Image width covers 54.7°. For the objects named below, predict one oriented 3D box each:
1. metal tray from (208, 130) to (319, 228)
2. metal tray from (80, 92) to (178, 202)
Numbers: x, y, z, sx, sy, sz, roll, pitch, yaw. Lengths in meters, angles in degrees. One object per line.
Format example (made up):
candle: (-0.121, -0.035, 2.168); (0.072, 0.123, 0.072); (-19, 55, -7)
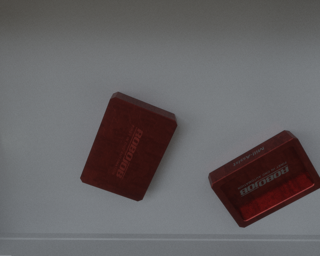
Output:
metal tray: (0.147, 0.074, 0.437); (0.130, 0.030, 0.090); (-32, 107, 10)
metal tray: (-0.043, 0.027, 0.418); (0.090, 0.030, 0.129); (21, 109, -8)
